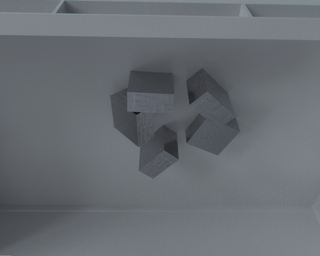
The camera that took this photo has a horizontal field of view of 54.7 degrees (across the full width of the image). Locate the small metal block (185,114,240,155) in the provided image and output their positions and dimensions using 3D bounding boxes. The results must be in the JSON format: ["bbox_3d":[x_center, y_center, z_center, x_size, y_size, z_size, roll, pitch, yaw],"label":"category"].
[{"bbox_3d":[0.069,0.004,0.414,0.050,0.025,0.050,21,127,-18],"label":"small metal block"}]

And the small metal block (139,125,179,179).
[{"bbox_3d":[-0.002,0.032,0.420,0.025,0.050,0.050,34,122,-26],"label":"small metal block"}]

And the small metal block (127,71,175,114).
[{"bbox_3d":[-0.011,-0.042,0.356,0.050,0.050,0.025,3,127,-3],"label":"small metal block"}]

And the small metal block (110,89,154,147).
[{"bbox_3d":[-0.033,-0.013,0.378,0.025,0.050,0.050,-30,139,-30],"label":"small metal block"}]

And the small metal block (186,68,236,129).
[{"bbox_3d":[0.059,-0.035,0.364,0.025,0.050,0.050,-37,121,27],"label":"small metal block"}]
